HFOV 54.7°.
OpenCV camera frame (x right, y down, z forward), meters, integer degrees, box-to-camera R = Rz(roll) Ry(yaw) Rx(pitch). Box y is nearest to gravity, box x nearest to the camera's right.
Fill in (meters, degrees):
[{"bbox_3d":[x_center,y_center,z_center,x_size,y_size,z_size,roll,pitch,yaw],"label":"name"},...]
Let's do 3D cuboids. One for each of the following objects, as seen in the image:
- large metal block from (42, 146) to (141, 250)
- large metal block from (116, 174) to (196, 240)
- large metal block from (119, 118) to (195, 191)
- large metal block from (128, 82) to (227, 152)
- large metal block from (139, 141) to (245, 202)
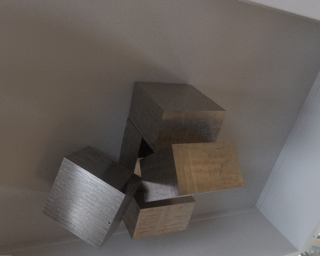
[{"bbox_3d":[-0.080,0.080,0.368,0.079,0.080,0.050,-64,169,18],"label":"large metal block"},{"bbox_3d":[-0.011,0.099,0.427,0.081,0.080,0.050,0,118,-29],"label":"large metal block"},{"bbox_3d":[-0.005,0.033,0.412,0.081,0.050,0.079,-1,119,-29],"label":"large metal block"},{"bbox_3d":[0.017,-0.016,0.371,0.081,0.080,0.050,-1,119,-28],"label":"large metal block"},{"bbox_3d":[0.032,0.050,0.349,0.081,0.080,0.050,-1,74,-29],"label":"large metal block"}]
